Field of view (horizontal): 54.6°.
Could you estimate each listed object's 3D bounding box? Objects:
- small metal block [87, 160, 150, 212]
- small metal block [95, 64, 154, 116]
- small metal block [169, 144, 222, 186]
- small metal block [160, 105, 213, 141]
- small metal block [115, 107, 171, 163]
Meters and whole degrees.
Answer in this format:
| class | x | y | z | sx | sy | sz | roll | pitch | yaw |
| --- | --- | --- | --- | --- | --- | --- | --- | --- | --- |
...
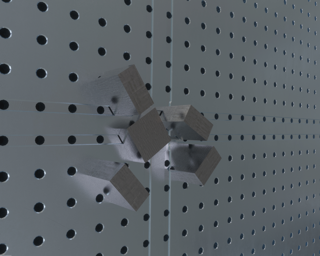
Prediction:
| class | x | y | z | sx | sy | sz | roll | pitch | yaw |
| --- | --- | --- | --- | --- | --- | --- | --- | --- | --- |
| small metal block | -0.048 | 0.064 | 0.352 | 0.025 | 0.050 | 0.050 | -49 | 119 | -28 |
| small metal block | -0.041 | -0.042 | 0.357 | 0.025 | 0.050 | 0.050 | -41 | 115 | -32 |
| small metal block | 0.049 | 0.050 | 0.433 | 0.050 | 0.050 | 0.025 | -51 | 120 | -28 |
| small metal block | 0.035 | -0.006 | 0.421 | 0.050 | 0.050 | 0.025 | 38 | 67 | -34 |
| small metal block | -0.020 | 0.008 | 0.391 | 0.050 | 0.025 | 0.050 | -40 | 114 | -33 |
